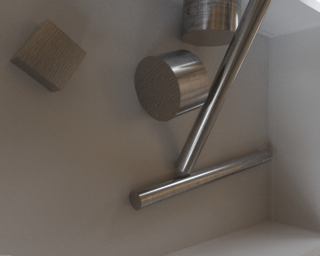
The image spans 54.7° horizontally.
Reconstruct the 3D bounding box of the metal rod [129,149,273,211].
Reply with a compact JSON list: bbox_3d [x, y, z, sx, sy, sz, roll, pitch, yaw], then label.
[{"bbox_3d":[0.084,0.070,0.479,0.302,0.025,0.025,-10,96,-40],"label":"metal rod"}]

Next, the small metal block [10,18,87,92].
[{"bbox_3d":[-0.112,-0.072,0.314,0.050,0.025,0.050,41,65,-33],"label":"small metal block"}]

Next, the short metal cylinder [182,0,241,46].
[{"bbox_3d":[0.072,-0.150,0.433,0.081,0.080,0.050,2,89,-40],"label":"short metal cylinder"}]

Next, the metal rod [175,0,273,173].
[{"bbox_3d":[0.088,-0.074,0.398,0.025,0.025,0.298,8,112,-40],"label":"metal rod"}]

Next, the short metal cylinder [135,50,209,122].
[{"bbox_3d":[0.014,-0.053,0.384,0.050,0.080,0.079,-23,105,-38],"label":"short metal cylinder"}]
